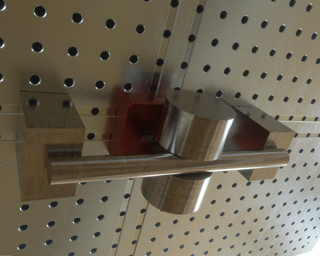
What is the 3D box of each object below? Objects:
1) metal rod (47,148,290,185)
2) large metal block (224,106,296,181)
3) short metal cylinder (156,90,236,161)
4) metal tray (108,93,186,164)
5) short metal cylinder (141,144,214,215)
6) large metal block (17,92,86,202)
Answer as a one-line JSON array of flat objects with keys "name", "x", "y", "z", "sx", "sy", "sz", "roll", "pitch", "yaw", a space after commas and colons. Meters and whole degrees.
[{"name": "metal rod", "x": 0.034, "y": 0.039, "z": 0.349, "sx": 0.303, "sy": 0.025, "sz": 0.025, "roll": 0, "pitch": 118, "yaw": -29}, {"name": "large metal block", "x": 0.140, "y": 0.022, "z": 0.464, "sx": 0.050, "sy": 0.080, "sz": 0.079, "roll": 1, "pitch": 118, "yaw": -29}, {"name": "short metal cylinder", "x": 0.040, "y": -0.005, "z": 0.356, "sx": 0.081, "sy": 0.080, "sz": 0.050, "roll": 1, "pitch": 118, "yaw": -29}, {"name": "metal tray", "x": 0.005, "y": 0.004, "z": 0.413, "sx": 0.131, "sy": 0.030, "sz": 0.089, "roll": 1, "pitch": 118, "yaw": -29}, {"name": "short metal cylinder", "x": 0.021, "y": 0.061, "z": 0.386, "sx": 0.081, "sy": 0.080, "sz": 0.050, "roll": 1, "pitch": 118, "yaw": -29}, {"name": "large metal block", "x": -0.117, "y": 0.016, "z": 0.320, "sx": 0.050, "sy": 0.080, "sz": 0.079, "roll": 1, "pitch": 118, "yaw": -29}]
